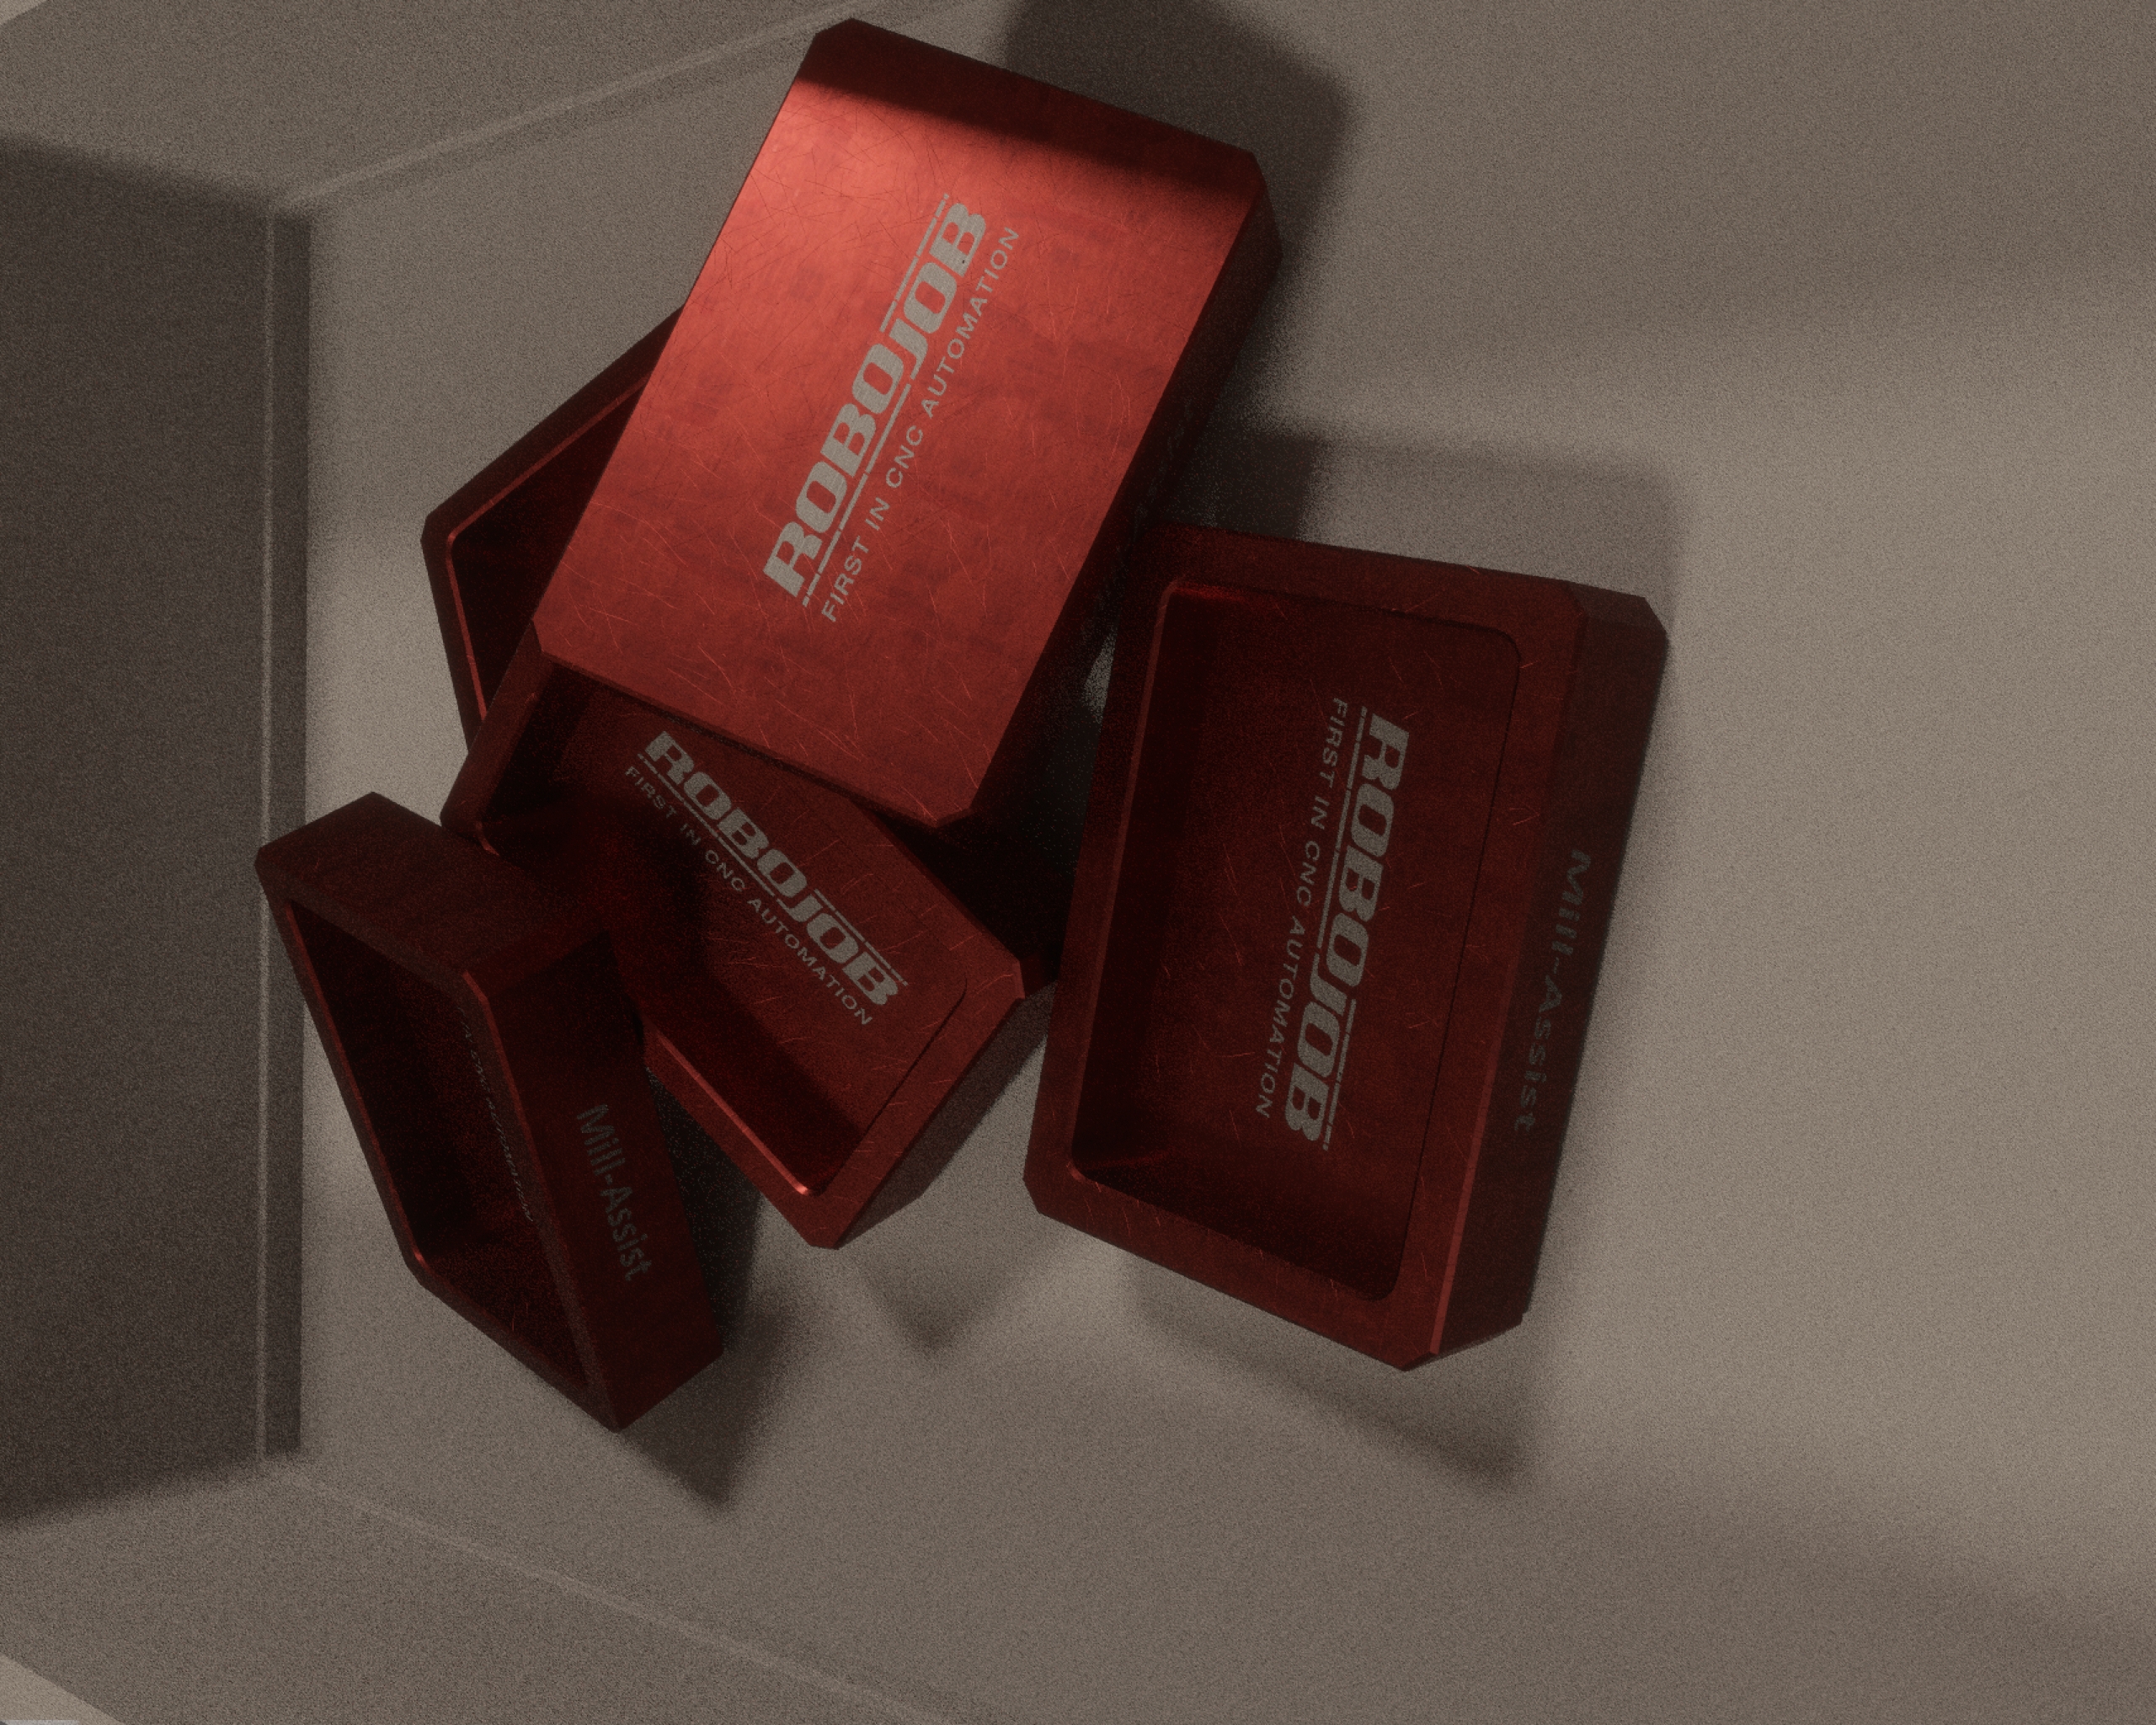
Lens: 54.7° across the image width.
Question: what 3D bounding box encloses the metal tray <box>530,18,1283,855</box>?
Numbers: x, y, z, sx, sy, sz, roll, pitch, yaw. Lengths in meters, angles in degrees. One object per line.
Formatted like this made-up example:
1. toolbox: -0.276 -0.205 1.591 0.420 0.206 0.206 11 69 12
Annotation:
1. metal tray: -0.030 -0.078 0.379 0.090 0.030 0.130 24 86 14

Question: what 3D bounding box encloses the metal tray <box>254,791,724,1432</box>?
1. metal tray: -0.131 0.056 0.468 0.090 0.030 0.129 22 133 37

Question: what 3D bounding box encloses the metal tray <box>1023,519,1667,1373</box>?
1. metal tray: 0.043 0.011 0.364 0.090 0.030 0.129 16 100 38

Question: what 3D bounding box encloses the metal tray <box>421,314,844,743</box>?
1. metal tray: -0.095 -0.064 0.477 0.130 0.030 0.090 -26 74 36

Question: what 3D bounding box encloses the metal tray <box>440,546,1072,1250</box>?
1. metal tray: -0.066 0.003 0.426 0.130 0.030 0.089 45 124 14
